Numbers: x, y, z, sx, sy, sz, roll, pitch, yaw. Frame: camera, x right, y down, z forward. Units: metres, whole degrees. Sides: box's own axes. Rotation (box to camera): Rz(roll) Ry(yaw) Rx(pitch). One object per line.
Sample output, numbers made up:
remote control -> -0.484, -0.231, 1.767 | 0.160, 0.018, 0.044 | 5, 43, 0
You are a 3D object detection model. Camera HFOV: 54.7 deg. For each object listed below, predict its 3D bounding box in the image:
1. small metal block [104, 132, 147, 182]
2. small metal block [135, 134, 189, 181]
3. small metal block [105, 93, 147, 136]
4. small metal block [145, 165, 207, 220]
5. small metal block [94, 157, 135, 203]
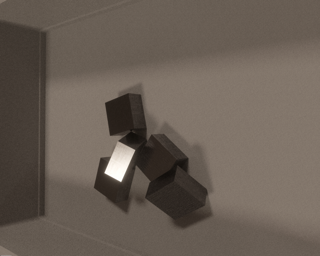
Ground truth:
small metal block -> -0.046, 0.038, 0.422 | 0.025, 0.050, 0.050 | 27, 109, 7
small metal block -> 0.001, 0.043, 0.404 | 0.050, 0.025, 0.050 | 44, 116, 30
small metal block -> -0.050, -0.018, 0.446 | 0.050, 0.025, 0.050 | -16, 80, 38
small metal block -> 0.019, 0.079, 0.371 | 0.050, 0.025, 0.050 | 41, 125, -18
small metal block -> -0.068, 0.076, 0.461 | 0.050, 0.025, 0.050 | 24, 105, 37
